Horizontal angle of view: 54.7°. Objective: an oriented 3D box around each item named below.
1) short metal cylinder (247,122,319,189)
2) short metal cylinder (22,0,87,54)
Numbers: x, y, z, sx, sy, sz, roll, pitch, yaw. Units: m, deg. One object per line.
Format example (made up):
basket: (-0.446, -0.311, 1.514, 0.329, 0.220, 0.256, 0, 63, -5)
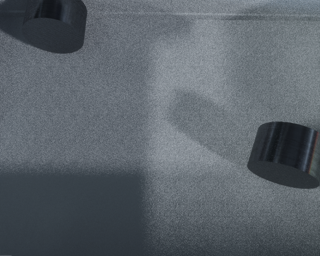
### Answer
short metal cylinder: (0.151, 0.034, 0.369, 0.080, 0.080, 0.050, 20, 72, 7)
short metal cylinder: (-0.145, -0.148, 0.433, 0.080, 0.080, 0.050, 1, 70, 0)
